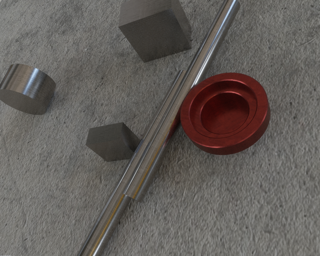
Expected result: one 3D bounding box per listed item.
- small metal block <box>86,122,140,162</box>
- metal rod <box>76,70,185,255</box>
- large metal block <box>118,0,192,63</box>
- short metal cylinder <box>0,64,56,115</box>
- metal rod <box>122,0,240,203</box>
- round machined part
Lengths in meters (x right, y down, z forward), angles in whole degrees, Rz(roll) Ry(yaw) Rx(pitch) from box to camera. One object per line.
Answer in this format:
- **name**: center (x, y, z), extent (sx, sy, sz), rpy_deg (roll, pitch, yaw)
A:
- **small metal block**: center (-0.059, 0.020, 0.405), extent (0.050, 0.050, 0.025), rpy_deg (-10, 55, 23)
- **metal rod**: center (-0.032, 0.054, 0.385), extent (0.025, 0.025, 0.300), rpy_deg (17, 70, 34)
- **large metal block**: center (-0.005, -0.152, 0.463), extent (0.080, 0.080, 0.050), rpy_deg (-12, 57, 21)
- **short metal cylinder**: center (-0.224, -0.063, 0.522), extent (0.080, 0.080, 0.050), rpy_deg (1, 62, 28)
- **metal rod**: center (0.034, -0.047, 0.396), extent (0.025, 0.025, 0.300), rpy_deg (16, 70, 34)
- **round machined part**: center (0.077, -0.013, 0.360), extent (0.098, 0.042, 0.098), rpy_deg (-13, 56, 20)
